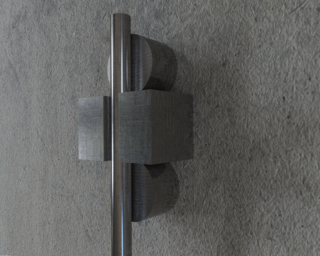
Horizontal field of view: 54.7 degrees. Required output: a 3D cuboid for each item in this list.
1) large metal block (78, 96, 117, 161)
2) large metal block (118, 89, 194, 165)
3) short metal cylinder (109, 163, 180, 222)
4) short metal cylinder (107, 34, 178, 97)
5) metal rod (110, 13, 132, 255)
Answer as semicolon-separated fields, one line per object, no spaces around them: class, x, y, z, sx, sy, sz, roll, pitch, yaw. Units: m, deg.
large metal block;-0.062;0.001;0.421;0.050;0.081;0.080;-1;89;40
large metal block;-0.003;-0.001;0.373;0.050;0.081;0.080;-1;89;40
short metal cylinder;-0.021;0.078;0.408;0.080;0.050;0.080;0;89;40
short metal cylinder;-0.024;-0.078;0.409;0.080;0.050;0.080;0;89;40
metal rod;-0.048;0.012;0.380;0.025;0.025;0.298;-1;89;40
